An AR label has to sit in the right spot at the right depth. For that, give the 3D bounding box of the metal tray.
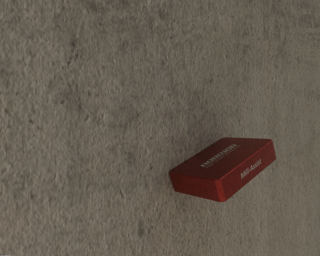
[{"bbox_3d":[0.089,0.052,0.435,0.131,0.090,0.030,-26,107,-37],"label":"metal tray"}]
